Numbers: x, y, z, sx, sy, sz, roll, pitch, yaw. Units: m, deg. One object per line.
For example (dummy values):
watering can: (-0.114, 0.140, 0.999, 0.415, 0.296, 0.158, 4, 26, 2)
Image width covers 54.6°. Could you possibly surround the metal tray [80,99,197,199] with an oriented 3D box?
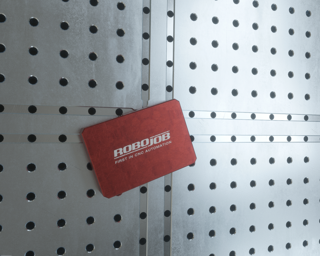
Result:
metal tray: (-0.026, 0.023, 0.400, 0.131, 0.030, 0.090, -20, 97, -19)
